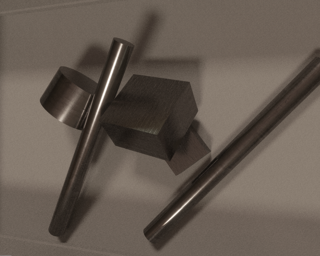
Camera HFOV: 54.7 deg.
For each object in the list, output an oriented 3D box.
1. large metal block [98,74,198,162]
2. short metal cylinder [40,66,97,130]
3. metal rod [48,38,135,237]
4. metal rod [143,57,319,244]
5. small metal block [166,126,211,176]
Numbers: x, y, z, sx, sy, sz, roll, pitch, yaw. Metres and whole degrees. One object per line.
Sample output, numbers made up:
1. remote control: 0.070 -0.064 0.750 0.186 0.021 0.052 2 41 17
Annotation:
1. large metal block: -0.011 -0.015 0.373 0.080 0.050 0.080 13 57 30
2. short metal cylinder: -0.112 -0.040 0.419 0.080 0.080 0.050 39 103 15
3. metal rod: -0.097 0.028 0.406 0.025 0.025 0.298 32 114 17
4. metal rod: 0.086 0.036 0.379 0.025 0.025 0.299 46 104 14
5. small metal block: 0.029 0.025 0.400 0.050 0.025 0.050 -39 78 15
